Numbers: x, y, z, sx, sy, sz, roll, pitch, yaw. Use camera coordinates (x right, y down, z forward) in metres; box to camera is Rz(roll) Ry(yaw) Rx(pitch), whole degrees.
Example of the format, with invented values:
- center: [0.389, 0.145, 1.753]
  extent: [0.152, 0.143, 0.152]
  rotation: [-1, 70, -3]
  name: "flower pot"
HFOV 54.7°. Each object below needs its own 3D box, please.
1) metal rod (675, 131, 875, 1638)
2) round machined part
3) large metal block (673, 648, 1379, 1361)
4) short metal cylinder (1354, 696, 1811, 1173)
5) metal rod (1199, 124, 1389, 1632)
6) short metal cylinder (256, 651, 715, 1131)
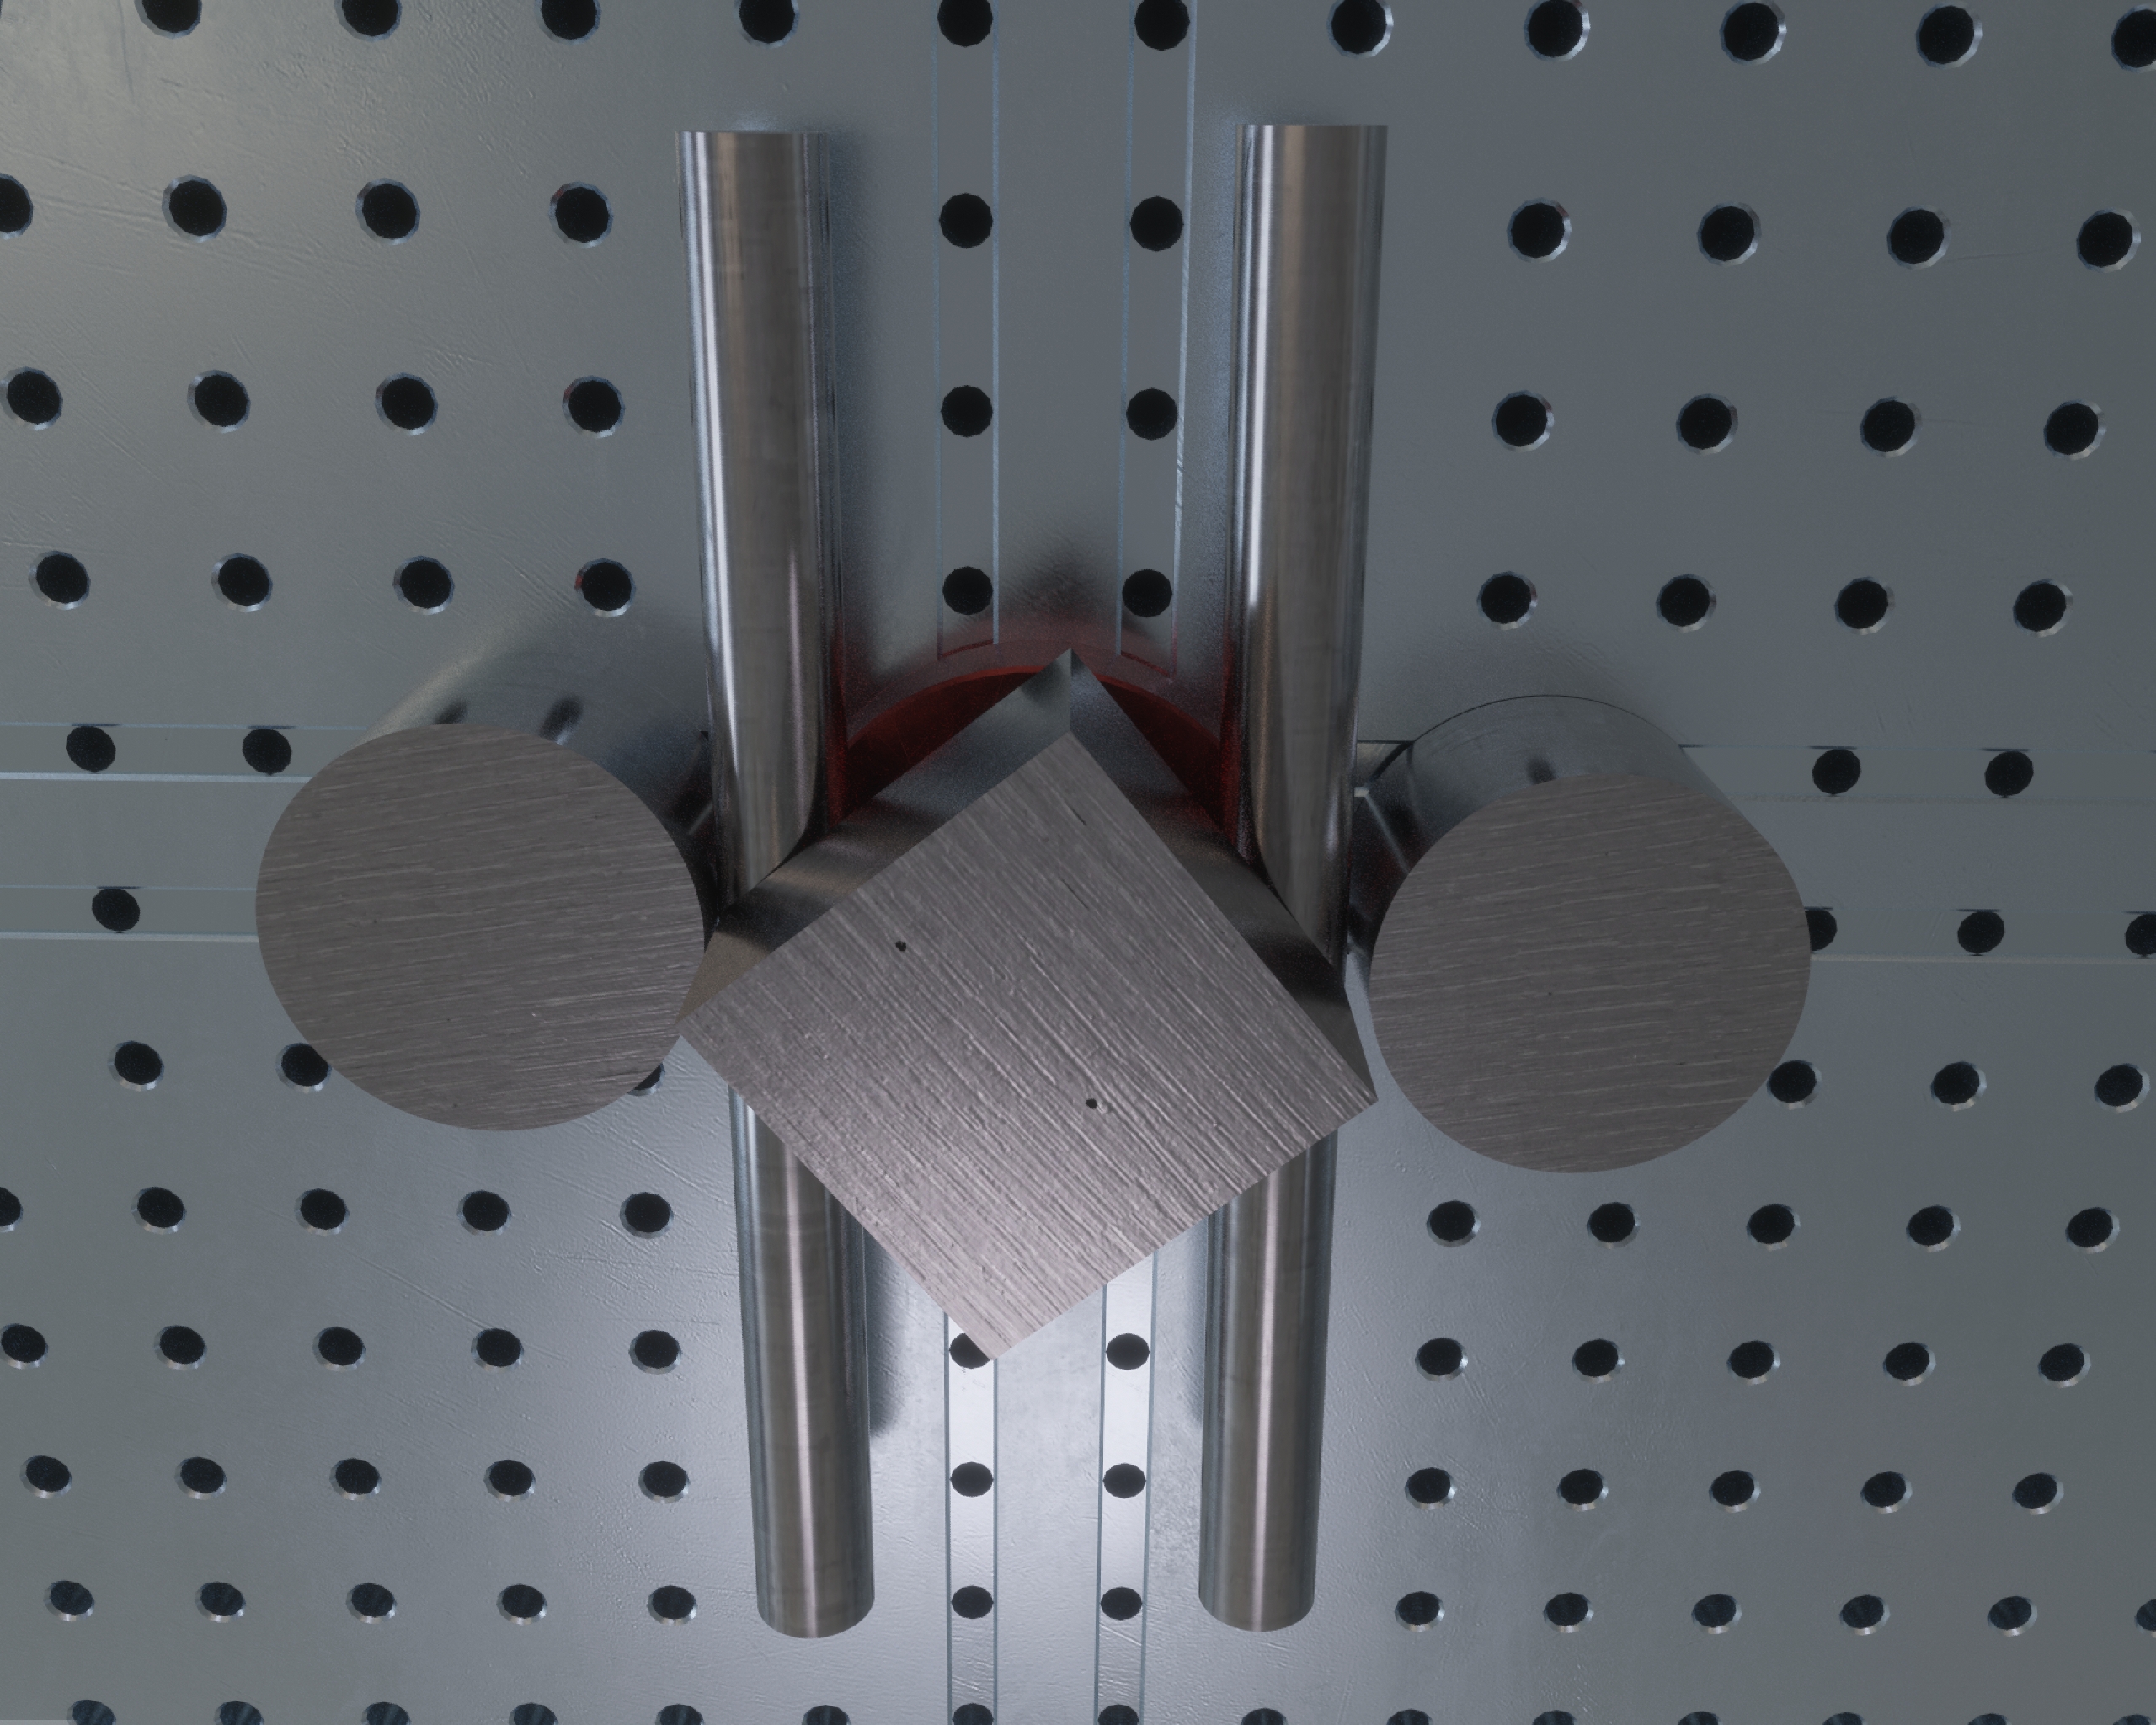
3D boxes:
- center: [-0.055, 0.019, 0.397]
  extent: [0.025, 0.025, 0.298]
  rotation: [0, 110, 0]
  name: "metal rod"
- center: [-0.008, 0.009, 0.408]
  extent: [0.099, 0.042, 0.097]
  rotation: [0, 110, 0]
  name: "round machined part"
- center: [-0.008, 0.024, 0.358]
  extent: [0.080, 0.050, 0.080]
  rotation: [-36, 106, 12]
  name: "large metal block"
- center: [0.094, 0.013, 0.405]
  extent: [0.081, 0.050, 0.079]
  rotation: [0, 110, 0]
  name: "short metal cylinder"
- center: [0.039, 0.017, 0.398]
  extent: [0.025, 0.025, 0.298]
  rotation: [0, 110, 0]
  name: "metal rod"
- center: [-0.108, 0.004, 0.400]
  extent: [0.081, 0.050, 0.079]
  rotation: [0, 110, 0]
  name: "short metal cylinder"
